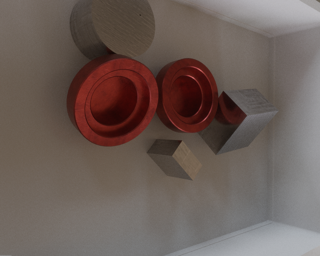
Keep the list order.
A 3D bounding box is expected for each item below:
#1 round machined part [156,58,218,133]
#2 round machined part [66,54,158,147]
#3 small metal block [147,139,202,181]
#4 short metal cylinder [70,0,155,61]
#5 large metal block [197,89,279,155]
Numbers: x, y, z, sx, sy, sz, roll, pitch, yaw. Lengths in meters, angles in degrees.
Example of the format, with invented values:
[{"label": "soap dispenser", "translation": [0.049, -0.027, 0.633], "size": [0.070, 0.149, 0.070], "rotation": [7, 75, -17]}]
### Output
[{"label": "round machined part", "translation": [0.030, -0.042, 0.420], "size": [0.099, 0.042, 0.097], "rotation": [1, 89, -36]}, {"label": "round machined part", "translation": [-0.054, -0.032, 0.337], "size": [0.099, 0.042, 0.097], "rotation": [-19, 124, -30]}, {"label": "small metal block", "translation": [0.019, 0.041, 0.408], "size": [0.050, 0.050, 0.025], "rotation": [51, 60, -28]}, {"label": "short metal cylinder", "translation": [-0.052, -0.115, 0.348], "size": [0.081, 0.050, 0.079], "rotation": [0, 90, -40]}, {"label": "large metal block", "translation": [0.114, -0.011, 0.462], "size": [0.081, 0.079, 0.050], "rotation": [-9, 51, -40]}]
